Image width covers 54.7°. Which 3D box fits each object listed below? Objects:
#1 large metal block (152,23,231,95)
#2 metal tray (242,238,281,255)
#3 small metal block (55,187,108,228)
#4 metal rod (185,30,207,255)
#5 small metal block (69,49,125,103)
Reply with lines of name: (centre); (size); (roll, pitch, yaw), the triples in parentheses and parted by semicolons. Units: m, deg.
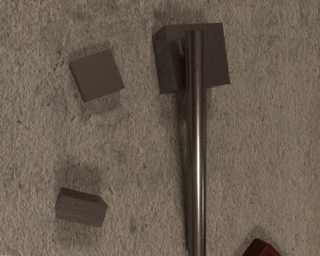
large metal block: (0.040, -0.091, 0.412); (0.081, 0.050, 0.079); (-10, 93, -20)
metal tray: (0.141, 0.245, 0.460); (0.130, 0.030, 0.090); (-47, 105, -14)
small metal block: (-0.093, 0.092, 0.362); (0.050, 0.050, 0.025); (19, 84, -20)
metal rod: (0.047, 0.032, 0.393); (0.025, 0.025, 0.298); (-8, 106, -20)
small metal block: (-0.078, -0.063, 0.381); (0.050, 0.025, 0.050); (-23, 98, -19)
